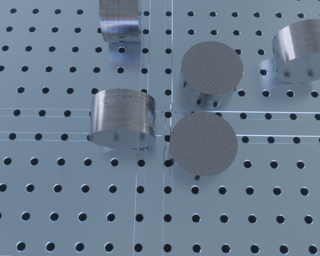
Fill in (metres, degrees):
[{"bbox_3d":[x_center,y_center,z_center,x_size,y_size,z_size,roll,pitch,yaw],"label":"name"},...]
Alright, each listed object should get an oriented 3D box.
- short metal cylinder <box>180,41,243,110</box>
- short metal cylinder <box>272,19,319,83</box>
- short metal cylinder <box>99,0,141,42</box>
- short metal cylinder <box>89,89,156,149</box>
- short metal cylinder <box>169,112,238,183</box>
[{"bbox_3d":[0.068,-0.071,0.425,0.081,0.050,0.080,0,70,0],"label":"short metal cylinder"},{"bbox_3d":[0.198,-0.102,0.422,0.081,0.080,0.050,-1,70,-1],"label":"short metal cylinder"},{"bbox_3d":[-0.054,-0.163,0.442,0.050,0.080,0.080,0,70,0],"label":"short metal cylinder"},{"bbox_3d":[-0.046,-0.009,0.385,0.081,0.080,0.050,0,70,0],"label":"short metal cylinder"},{"bbox_3d":[0.052,0.026,0.390,0.081,0.050,0.080,0,70,0],"label":"short metal cylinder"}]
